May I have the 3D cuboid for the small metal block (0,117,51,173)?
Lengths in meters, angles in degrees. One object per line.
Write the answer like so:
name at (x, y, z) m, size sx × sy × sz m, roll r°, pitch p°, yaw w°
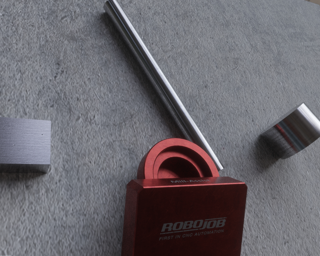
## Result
small metal block at (-0.140, 0.018, 0.317) m, size 0.050 × 0.025 × 0.050 m, roll 5°, pitch 60°, yaw -26°

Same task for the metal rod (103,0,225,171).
metal rod at (-0.001, -0.066, 0.443) m, size 0.025 × 0.025 × 0.299 m, roll -21°, pitch 73°, yaw -36°

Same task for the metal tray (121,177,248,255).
metal tray at (0.028, 0.100, 0.326) m, size 0.131 × 0.030 × 0.089 m, roll 3°, pitch 94°, yaw -27°

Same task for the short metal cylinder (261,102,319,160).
short metal cylinder at (0.203, 0.004, 0.475) m, size 0.081 × 0.080 × 0.050 m, roll -31°, pitch 79°, yaw -38°

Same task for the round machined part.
round machined part at (0.019, 0.064, 0.364) m, size 0.099 × 0.042 × 0.098 m, roll 14°, pitch 56°, yaw -21°
